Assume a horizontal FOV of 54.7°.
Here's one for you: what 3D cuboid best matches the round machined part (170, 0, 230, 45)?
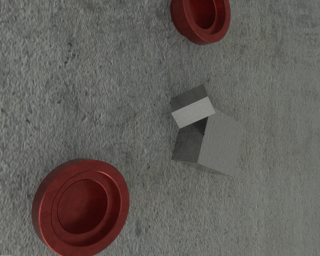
[{"bbox_3d":[0.053,-0.167,0.440,0.099,0.042,0.097,0,90,-40],"label":"round machined part"}]

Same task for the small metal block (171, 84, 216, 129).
[{"bbox_3d":[0.043,-0.030,0.413,0.025,0.050,0.050,61,14,-23],"label":"small metal block"}]

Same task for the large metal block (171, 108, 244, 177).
[{"bbox_3d":[0.071,0.020,0.451,0.080,0.050,0.080,25,75,-38],"label":"large metal block"}]

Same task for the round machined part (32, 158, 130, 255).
[{"bbox_3d":[-0.084,0.080,0.325,0.099,0.042,0.097,0,90,-40],"label":"round machined part"}]
